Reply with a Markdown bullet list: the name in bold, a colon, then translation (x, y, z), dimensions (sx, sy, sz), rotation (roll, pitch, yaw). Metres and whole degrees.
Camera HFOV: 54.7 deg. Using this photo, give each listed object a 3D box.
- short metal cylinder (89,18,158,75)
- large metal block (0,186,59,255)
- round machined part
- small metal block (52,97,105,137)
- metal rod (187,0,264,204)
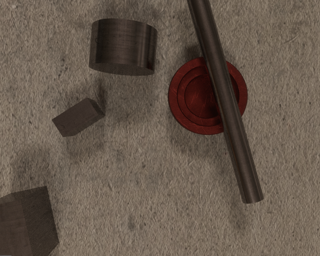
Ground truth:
- **short metal cylinder**: translation (-0.045, -0.096, 0.382), dimensions (0.081, 0.080, 0.050), rotation (4, 90, -1)
- **large metal block**: translation (-0.170, 0.123, 0.380), dimensions (0.050, 0.080, 0.080), rotation (-12, 90, 0)
- **round machined part**: translation (0.059, -0.040, 0.402), dimensions (0.099, 0.042, 0.097), rotation (0, 90, -1)
- **small metal block**: translation (-0.102, -0.013, 0.396), dimensions (0.050, 0.050, 0.025), rotation (-33, 90, 0)
- **metal rod**: translation (0.071, -0.058, 0.368), dimensions (0.025, 0.025, 0.298), rotation (-16, 90, 0)
